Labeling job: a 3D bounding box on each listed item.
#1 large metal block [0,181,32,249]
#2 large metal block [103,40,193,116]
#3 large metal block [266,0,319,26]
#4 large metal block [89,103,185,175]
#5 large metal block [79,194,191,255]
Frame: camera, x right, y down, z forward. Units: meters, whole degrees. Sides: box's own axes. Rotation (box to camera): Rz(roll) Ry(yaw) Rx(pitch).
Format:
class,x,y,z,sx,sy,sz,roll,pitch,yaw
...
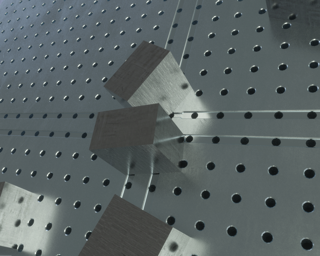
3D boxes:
class,x,y,z,sx,sy,sz,roll,pitch,yaw
large metal block,-0.240,0.126,0.438,0.080,0.050,0.080,-10,57,22
large metal block,-0.013,-0.054,0.411,0.050,0.080,0.080,33,80,38
large metal block,0.196,-0.185,0.403,0.080,0.050,0.080,27,76,37
large metal block,-0.024,0.017,0.374,0.080,0.080,0.050,-7,59,24
large metal block,-0.028,0.129,0.327,0.080,0.050,0.080,20,72,35
